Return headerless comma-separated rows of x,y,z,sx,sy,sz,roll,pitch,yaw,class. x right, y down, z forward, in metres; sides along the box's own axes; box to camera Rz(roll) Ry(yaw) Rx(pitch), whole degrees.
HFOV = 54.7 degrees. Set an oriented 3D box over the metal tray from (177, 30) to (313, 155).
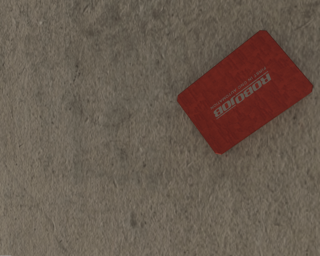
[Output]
0.098,-0.040,0.372,0.130,0.030,0.090,-38,78,15,metal tray
